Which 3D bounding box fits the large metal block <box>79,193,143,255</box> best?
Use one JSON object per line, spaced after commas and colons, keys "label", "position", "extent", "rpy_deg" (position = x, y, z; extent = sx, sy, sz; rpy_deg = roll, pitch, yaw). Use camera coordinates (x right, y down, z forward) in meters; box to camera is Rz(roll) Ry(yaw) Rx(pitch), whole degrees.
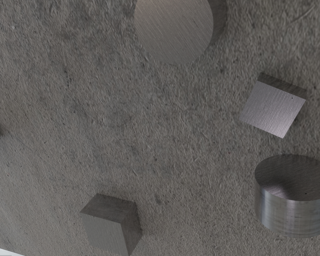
{"label": "large metal block", "position": [-0.083, 0.168, 0.538], "extent": [0.080, 0.050, 0.079], "rpy_deg": [7, 122, 24]}

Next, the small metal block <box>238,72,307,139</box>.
{"label": "small metal block", "position": [0.119, -0.024, 0.329], "extent": [0.050, 0.025, 0.050], "rpy_deg": [25, 127, 12]}

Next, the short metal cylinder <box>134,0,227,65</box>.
{"label": "short metal cylinder", "position": [0.022, -0.110, 0.311], "extent": [0.080, 0.050, 0.079], "rpy_deg": [13, 124, 21]}

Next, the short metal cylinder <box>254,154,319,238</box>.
{"label": "short metal cylinder", "position": [0.145, 0.072, 0.339], "extent": [0.080, 0.080, 0.050], "rpy_deg": [6, 121, 25]}
